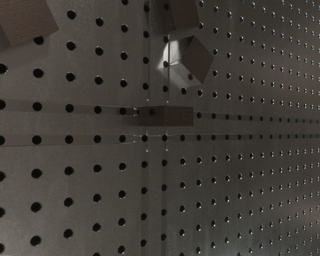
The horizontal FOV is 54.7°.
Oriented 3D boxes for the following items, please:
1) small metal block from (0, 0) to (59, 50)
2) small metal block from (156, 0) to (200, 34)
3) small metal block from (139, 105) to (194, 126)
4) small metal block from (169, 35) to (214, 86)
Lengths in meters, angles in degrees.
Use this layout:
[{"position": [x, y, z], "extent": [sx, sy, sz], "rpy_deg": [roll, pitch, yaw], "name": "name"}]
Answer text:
[{"position": [-0.135, -0.109, 0.297], "extent": [0.050, 0.025, 0.050], "rpy_deg": [-35, 112, -35], "name": "small metal block"}, {"position": [0.026, -0.162, 0.433], "extent": [0.050, 0.025, 0.050], "rpy_deg": [-22, 104, -38], "name": "small metal block"}, {"position": [0.008, -0.015, 0.402], "extent": [0.050, 0.050, 0.025], "rpy_deg": [0, 91, -40], "name": "small metal block"}, {"position": [0.047, -0.097, 0.451], "extent": [0.050, 0.025, 0.050], "rpy_deg": [38, 67, -34], "name": "small metal block"}]
